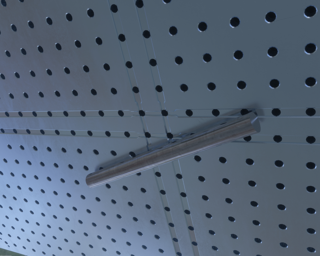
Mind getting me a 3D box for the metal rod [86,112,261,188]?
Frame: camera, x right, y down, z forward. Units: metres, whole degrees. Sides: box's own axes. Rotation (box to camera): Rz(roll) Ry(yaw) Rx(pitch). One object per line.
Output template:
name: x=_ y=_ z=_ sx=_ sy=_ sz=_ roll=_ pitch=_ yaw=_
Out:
metal rod: x=-0.004 y=0.041 z=0.437 sx=0.299 sy=0.025 sz=0.025 roll=-23 pitch=106 yaw=36
